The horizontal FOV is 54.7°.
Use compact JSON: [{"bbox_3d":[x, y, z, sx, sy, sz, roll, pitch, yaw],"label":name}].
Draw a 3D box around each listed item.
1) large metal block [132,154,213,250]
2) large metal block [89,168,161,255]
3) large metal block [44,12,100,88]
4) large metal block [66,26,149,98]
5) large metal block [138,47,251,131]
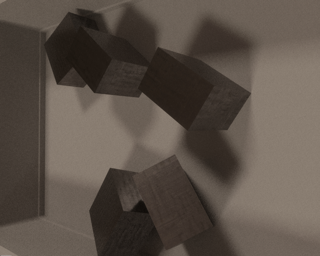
[{"bbox_3d":[0.017,0.084,0.346,0.050,0.080,0.080,-28,69,0],"label":"large metal block"},{"bbox_3d":[-0.051,0.112,0.412,0.079,0.050,0.080,-62,32,21],"label":"large metal block"},{"bbox_3d":[-0.135,-0.123,0.499,0.080,0.050,0.080,-36,68,34],"label":"large metal block"},{"bbox_3d":[-0.067,-0.088,0.424,0.080,0.081,0.050,48,118,29],"label":"large metal block"},{"bbox_3d":[0.038,-0.041,0.338,0.080,0.081,0.050,42,115,31],"label":"large metal block"}]
